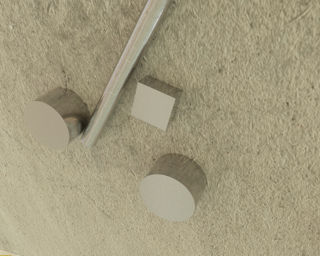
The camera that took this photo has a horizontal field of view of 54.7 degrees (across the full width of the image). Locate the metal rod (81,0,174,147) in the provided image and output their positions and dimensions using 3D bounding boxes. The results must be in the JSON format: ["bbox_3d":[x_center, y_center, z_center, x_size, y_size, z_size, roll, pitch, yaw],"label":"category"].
[{"bbox_3d":[-0.041,-0.075,0.380,0.025,0.025,0.298,37,129,2],"label":"metal rod"}]

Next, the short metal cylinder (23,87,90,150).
[{"bbox_3d":[-0.152,-0.014,0.460,0.080,0.050,0.079,13,124,20],"label":"short metal cylinder"}]

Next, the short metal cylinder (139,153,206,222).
[{"bbox_3d":[0.019,0.082,0.430,0.080,0.050,0.079,13,124,20],"label":"short metal cylinder"}]

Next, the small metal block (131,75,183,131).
[{"bbox_3d":[-0.005,-0.031,0.389,0.050,0.025,0.050,25,127,12],"label":"small metal block"}]
